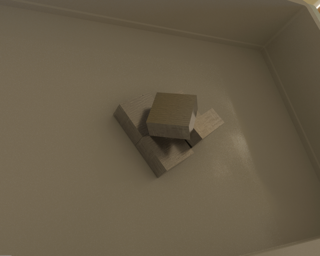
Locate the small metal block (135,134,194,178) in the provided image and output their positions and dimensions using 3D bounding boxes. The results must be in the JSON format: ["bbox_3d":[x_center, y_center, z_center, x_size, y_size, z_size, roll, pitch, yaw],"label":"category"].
[{"bbox_3d":[0.006,0.027,0.392,0.050,0.025,0.050,-28,77,-38],"label":"small metal block"}]

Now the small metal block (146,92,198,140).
[{"bbox_3d":[0.016,-0.015,0.375,0.050,0.025,0.050,6,51,15],"label":"small metal block"}]

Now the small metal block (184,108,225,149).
[{"bbox_3d":[0.050,0.005,0.413,0.050,0.050,0.025,-32,80,-39],"label":"small metal block"}]

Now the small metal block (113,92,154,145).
[{"bbox_3d":[-0.023,-0.013,0.401,0.050,0.025,0.050,-28,77,-38],"label":"small metal block"}]

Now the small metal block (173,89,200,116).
[{"bbox_3d":[0.022,-0.020,0.429,0.050,0.025,0.050,-28,77,-38],"label":"small metal block"}]
